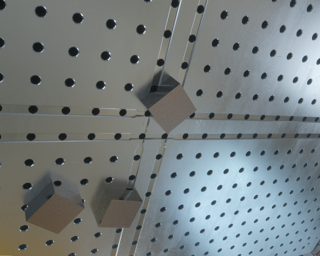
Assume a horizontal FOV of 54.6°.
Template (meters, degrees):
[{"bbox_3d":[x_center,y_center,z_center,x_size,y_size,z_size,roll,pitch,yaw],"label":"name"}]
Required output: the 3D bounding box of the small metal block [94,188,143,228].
[{"bbox_3d":[-0.060,0.117,0.450,0.050,0.025,0.050,14,111,-34],"label":"small metal block"}]

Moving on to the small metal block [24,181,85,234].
[{"bbox_3d":[-0.136,0.103,0.401,0.050,0.025,0.050,-44,129,3],"label":"small metal block"}]

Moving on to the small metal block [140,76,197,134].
[{"bbox_3d":[0.012,-0.029,0.399,0.050,0.025,0.050,-39,129,-2],"label":"small metal block"}]
